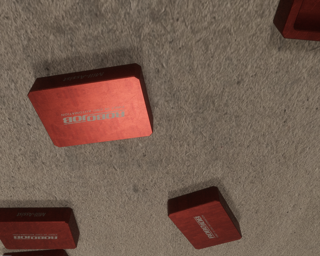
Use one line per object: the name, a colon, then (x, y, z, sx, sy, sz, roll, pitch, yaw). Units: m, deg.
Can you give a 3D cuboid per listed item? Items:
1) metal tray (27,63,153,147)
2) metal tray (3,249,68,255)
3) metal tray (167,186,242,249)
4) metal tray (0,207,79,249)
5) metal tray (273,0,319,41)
metal tray: (-0.080, -0.025, 0.382, 0.131, 0.030, 0.089, -8, 130, 6)
metal tray: (-0.255, 0.295, 0.650, 0.131, 0.030, 0.089, -6, 130, 4)
metal tray: (0.080, 0.161, 0.543, 0.090, 0.030, 0.130, -21, 128, 16)
metal tray: (-0.219, 0.181, 0.555, 0.131, 0.030, 0.089, 0, 130, -1)
metal tray: (0.189, -0.129, 0.296, 0.131, 0.030, 0.089, 4, 130, -4)
